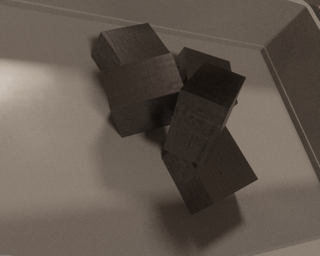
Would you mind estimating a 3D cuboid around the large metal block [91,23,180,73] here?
[{"bbox_3d":[-0.034,-0.093,0.429,0.081,0.050,0.080,-26,76,-37],"label":"large metal block"}]

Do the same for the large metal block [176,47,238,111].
[{"bbox_3d":[0.063,-0.065,0.465,0.081,0.050,0.080,12,57,-22],"label":"large metal block"}]

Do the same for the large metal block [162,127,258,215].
[{"bbox_3d":[0.063,0.052,0.394,0.081,0.050,0.080,-17,71,-35],"label":"large metal block"}]

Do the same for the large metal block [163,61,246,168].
[{"bbox_3d":[0.050,-0.017,0.348,0.050,0.079,0.080,24,38,12],"label":"large metal block"}]

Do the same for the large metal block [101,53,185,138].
[{"bbox_3d":[-0.017,-0.035,0.366,0.081,0.080,0.050,-15,67,-4],"label":"large metal block"}]
